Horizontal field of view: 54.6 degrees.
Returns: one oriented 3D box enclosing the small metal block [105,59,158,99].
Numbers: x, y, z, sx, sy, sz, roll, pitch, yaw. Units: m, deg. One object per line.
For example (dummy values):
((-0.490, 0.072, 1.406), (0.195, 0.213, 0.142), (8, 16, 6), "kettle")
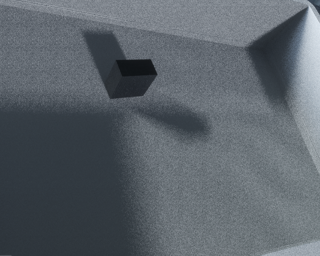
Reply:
((-0.039, -0.064, 0.407), (0.050, 0.050, 0.025), (-9, 67, -32), "small metal block")
